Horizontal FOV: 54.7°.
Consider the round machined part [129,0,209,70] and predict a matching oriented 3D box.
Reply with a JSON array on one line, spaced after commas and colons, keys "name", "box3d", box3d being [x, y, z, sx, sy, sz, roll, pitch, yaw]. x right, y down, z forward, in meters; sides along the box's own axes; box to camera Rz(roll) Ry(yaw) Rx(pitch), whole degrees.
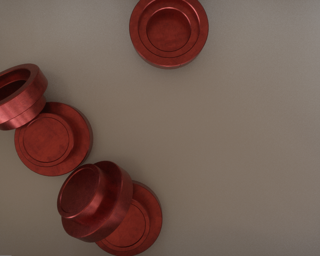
[{"name": "round machined part", "box3d": [0.011, -0.124, 0.403, 0.099, 0.042, 0.097, 0, 90, 0]}]

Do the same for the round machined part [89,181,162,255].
[{"name": "round machined part", "box3d": [-0.046, 0.119, 0.402, 0.099, 0.042, 0.097, 0, 90, 0]}]

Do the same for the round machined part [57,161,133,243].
[{"name": "round machined part", "box3d": [-0.084, 0.082, 0.373, 0.098, 0.098, 0.042, -46, 130, 0]}]

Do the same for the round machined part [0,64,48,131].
[{"name": "round machined part", "box3d": [-0.183, -0.035, 0.384, 0.098, 0.098, 0.042, -24, 129, 0]}]

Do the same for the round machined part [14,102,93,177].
[{"name": "round machined part", "box3d": [-0.140, 0.015, 0.402, 0.099, 0.042, 0.097, 0, 90, 0]}]
